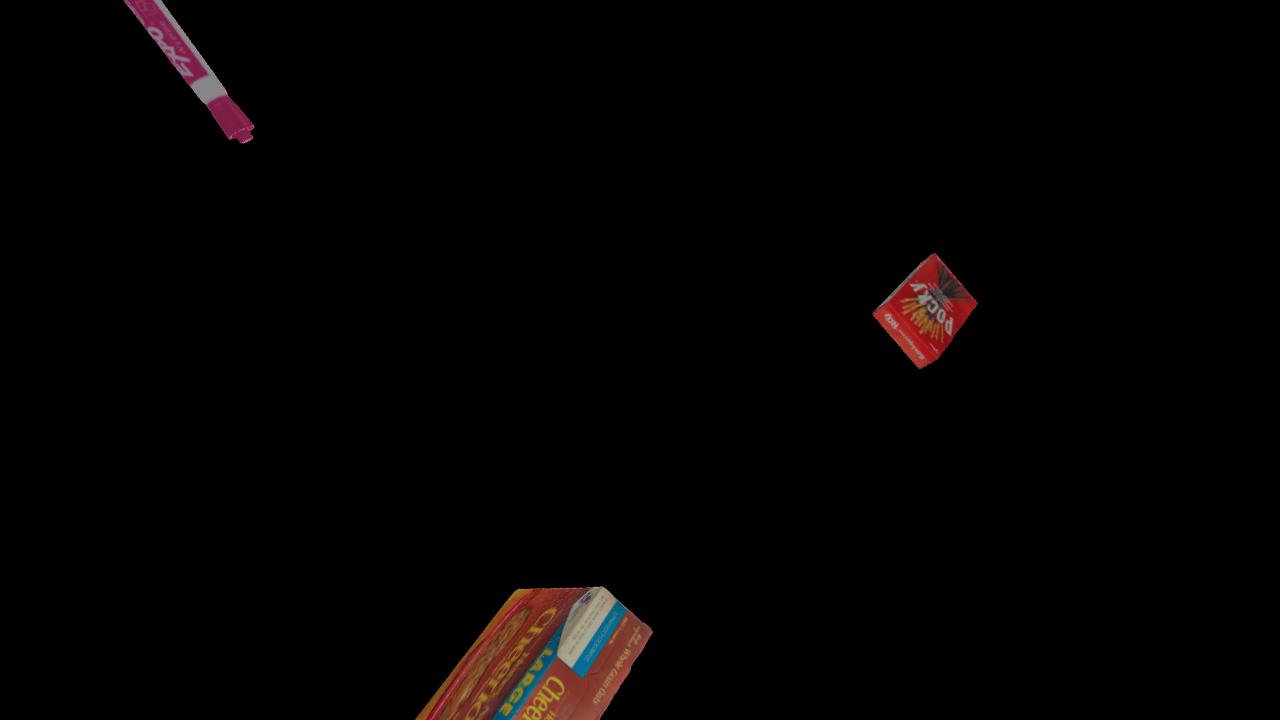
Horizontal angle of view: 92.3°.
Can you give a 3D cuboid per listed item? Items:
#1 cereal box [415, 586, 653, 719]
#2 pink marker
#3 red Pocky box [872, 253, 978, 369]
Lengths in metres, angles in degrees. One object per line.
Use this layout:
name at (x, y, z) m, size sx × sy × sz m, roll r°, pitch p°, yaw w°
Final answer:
cereal box at (-0.129, 0.343, 0.647) m, size 0.203 × 0.081 × 0.306 m, roll -49°, pitch 6°, yaw -31°
pink marker at (-0.295, -0.198, 0.397) m, size 0.020 × 0.121 × 0.020 m, roll -25°, pitch 22°, yaw 11°
red Pocky box at (0.333, -0.060, 0.710) m, size 0.155 × 0.083 × 0.028 m, roll -36°, pitch -4°, yaw -38°
